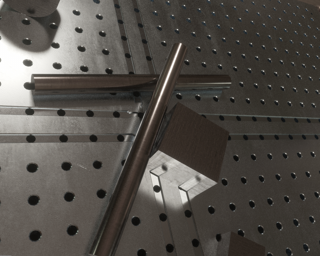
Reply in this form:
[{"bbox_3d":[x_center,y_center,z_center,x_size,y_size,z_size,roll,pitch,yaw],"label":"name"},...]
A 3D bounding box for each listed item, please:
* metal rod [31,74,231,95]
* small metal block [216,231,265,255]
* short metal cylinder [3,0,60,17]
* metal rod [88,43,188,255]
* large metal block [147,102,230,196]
[{"bbox_3d":[-0.019,-0.064,0.438,0.303,0.025,0.025,-6,65,-31],"label":"metal rod"},{"bbox_3d":[0.094,0.158,0.365,0.050,0.025,0.050,28,52,-11],"label":"small metal block"},{"bbox_3d":[-0.166,-0.193,0.402,0.081,0.080,0.050,17,55,-19],"label":"short metal cylinder"},{"bbox_3d":[-0.015,0.006,0.378,0.025,0.025,0.300,27,58,-12],"label":"metal rod"},{"bbox_3d":[0.034,0.027,0.396,0.080,0.050,0.080,30,52,-10],"label":"large metal block"}]
